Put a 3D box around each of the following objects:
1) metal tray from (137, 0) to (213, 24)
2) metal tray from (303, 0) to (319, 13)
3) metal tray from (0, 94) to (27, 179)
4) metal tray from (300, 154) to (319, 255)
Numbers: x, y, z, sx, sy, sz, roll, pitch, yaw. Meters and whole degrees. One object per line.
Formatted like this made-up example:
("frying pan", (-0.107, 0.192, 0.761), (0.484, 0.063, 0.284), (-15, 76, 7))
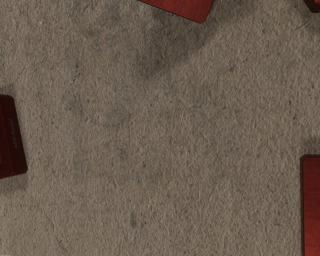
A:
("metal tray", (0.006, -0.184, 0.351), (0.131, 0.030, 0.089), (11, 113, -24))
("metal tray", (0.180, -0.208, 0.343), (0.090, 0.030, 0.130), (-31, 80, 17))
("metal tray", (-0.271, 0.019, 0.499), (0.090, 0.030, 0.129), (-15, 85, 19))
("metal tray", (0.203, 0.095, 0.335), (0.090, 0.030, 0.129), (-1, 90, 19))
